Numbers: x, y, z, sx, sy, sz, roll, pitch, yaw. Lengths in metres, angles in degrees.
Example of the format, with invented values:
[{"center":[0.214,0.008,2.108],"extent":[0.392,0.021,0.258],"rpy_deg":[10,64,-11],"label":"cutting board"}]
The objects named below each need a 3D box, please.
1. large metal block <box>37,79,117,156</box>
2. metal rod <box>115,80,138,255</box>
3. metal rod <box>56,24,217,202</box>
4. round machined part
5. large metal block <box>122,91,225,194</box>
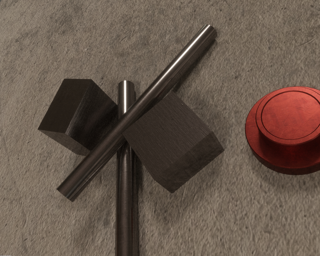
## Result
[{"center":[-0.106,-0.012,0.430],"extent":[0.050,0.080,0.080],"rpy_deg":[6,65,30],"label":"large metal block"},{"center":[-0.042,0.062,0.386],"extent":[0.025,0.025,0.299],"rpy_deg":[-17,55,18],"label":"metal rod"},{"center":[-0.019,-0.031,0.407],"extent":[0.025,0.025,0.301],"rpy_deg":[27,68,37],"label":"metal rod"},{"center":[0.138,-0.004,0.323],"extent":[0.098,0.042,0.098],"rpy_deg":[-13,56,20],"label":"round machined part"},{"center":[0.015,0.016,0.369],"extent":[0.080,0.050,0.080],"rpy_deg":[-40,51,1],"label":"large metal block"}]
